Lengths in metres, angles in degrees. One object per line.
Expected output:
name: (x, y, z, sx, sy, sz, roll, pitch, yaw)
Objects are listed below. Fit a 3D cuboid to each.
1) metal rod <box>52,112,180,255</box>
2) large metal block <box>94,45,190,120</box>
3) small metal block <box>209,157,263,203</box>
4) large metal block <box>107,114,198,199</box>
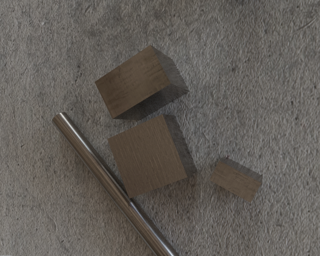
metal rod: (-0.054, 0.095, 0.427, 0.025, 0.025, 0.300, -45, 76, 14)
large metal block: (-0.019, -0.051, 0.386, 0.080, 0.080, 0.050, -30, 81, 17)
small metal block: (0.091, 0.059, 0.364, 0.050, 0.050, 0.025, 28, 99, 18)
large metal block: (-0.009, 0.035, 0.399, 0.080, 0.050, 0.080, -24, 82, 18)
